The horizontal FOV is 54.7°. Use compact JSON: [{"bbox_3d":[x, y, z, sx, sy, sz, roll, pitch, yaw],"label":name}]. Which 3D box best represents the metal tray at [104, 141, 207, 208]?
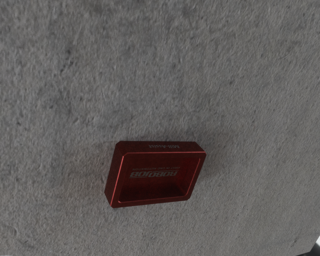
[{"bbox_3d":[-0.005,0.065,0.442,0.131,0.030,0.089,2,118,-30],"label":"metal tray"}]
